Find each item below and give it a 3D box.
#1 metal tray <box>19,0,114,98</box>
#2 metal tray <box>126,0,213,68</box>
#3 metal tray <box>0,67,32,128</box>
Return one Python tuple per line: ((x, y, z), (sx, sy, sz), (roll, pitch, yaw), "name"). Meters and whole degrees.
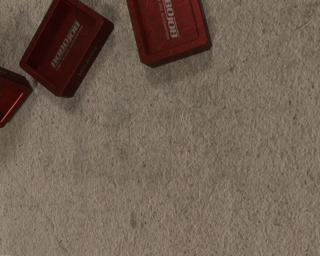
((-0.138, -0.121, 0.453), (0.090, 0.030, 0.129), (37, 101, 16), "metal tray")
((0.008, -0.154, 0.402), (0.090, 0.030, 0.129), (-15, 85, 19), "metal tray")
((-0.268, -0.054, 0.444), (0.090, 0.131, 0.030), (-47, 56, 14), "metal tray")
